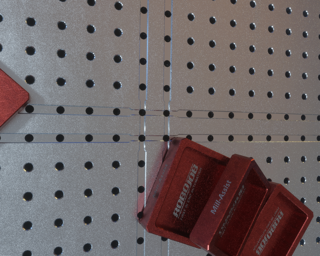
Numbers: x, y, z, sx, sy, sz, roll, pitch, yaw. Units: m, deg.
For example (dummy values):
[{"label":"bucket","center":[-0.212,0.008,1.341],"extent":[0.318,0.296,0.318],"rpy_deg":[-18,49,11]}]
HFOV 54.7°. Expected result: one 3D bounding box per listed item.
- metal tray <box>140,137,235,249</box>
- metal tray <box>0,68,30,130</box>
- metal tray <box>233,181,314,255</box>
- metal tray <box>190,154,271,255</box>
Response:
[{"label":"metal tray","center":[0.039,0.088,0.425],"extent":[0.090,0.030,0.130],"rpy_deg":[25,82,-19]},{"label":"metal tray","center":[-0.219,-0.018,0.329],"extent":[0.090,0.030,0.130],"rpy_deg":[44,76,-15]},{"label":"metal tray","center":[0.168,0.159,0.474],"extent":[0.090,0.030,0.130],"rpy_deg":[40,77,-16]},{"label":"metal tray","center":[0.101,0.112,0.422],"extent":[0.090,0.030,0.130],"rpy_deg":[48,67,-40]}]
